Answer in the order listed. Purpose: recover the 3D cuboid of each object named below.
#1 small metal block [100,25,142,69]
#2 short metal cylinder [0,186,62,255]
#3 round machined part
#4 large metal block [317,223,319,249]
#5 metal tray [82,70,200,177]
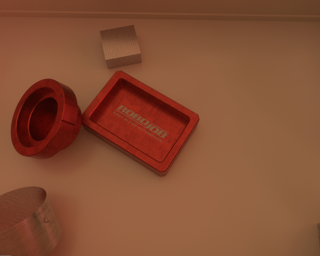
[{"bbox_3d":[-0.057,-0.118,0.452,0.050,0.025,0.050,-12,71,-5],"label":"small metal block"},{"bbox_3d":[-0.154,0.107,0.333,0.081,0.080,0.050,-16,111,-6],"label":"short metal cylinder"},{"bbox_3d":[-0.137,-0.009,0.387,0.098,0.042,0.098,-11,68,30],"label":"round machined part"},{"bbox_3d":[0.228,0.129,0.331,0.080,0.080,0.050,2,70,7],"label":"large metal block"},{"bbox_3d":[-0.026,-0.008,0.409,0.130,0.030,0.090,31,73,10],"label":"metal tray"}]
